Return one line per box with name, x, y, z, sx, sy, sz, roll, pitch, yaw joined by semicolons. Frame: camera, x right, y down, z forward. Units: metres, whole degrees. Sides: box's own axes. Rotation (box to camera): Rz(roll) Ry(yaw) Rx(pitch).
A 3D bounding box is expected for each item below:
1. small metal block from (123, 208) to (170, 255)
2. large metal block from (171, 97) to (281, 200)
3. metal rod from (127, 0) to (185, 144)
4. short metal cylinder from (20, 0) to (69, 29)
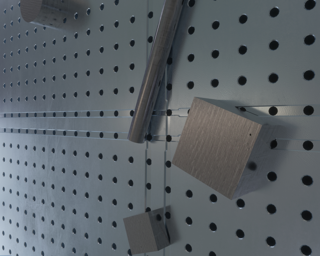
small metal block;-0.019;0.142;0.425;0.050;0.025;0.050;-26;74;37
large metal block;0.069;0.018;0.336;0.080;0.050;0.079;29;108;36
metal rod;0.007;-0.122;0.403;0.025;0.025;0.298;26;106;37
short metal cylinder;-0.213;-0.228;0.568;0.080;0.050;0.079;0;90;40
